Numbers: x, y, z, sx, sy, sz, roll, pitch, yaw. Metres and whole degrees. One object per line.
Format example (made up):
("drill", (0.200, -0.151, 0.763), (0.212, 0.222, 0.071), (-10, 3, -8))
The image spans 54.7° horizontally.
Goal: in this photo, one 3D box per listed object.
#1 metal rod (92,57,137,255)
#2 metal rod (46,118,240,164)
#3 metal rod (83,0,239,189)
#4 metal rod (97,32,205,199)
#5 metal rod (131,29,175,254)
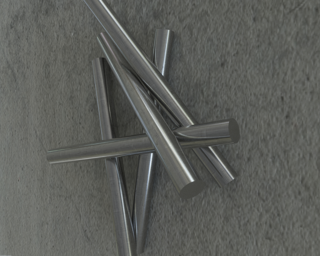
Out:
("metal rod", (-0.066, 0.038, 0.437), (0.025, 0.025, 0.299), (-24, 69, 37))
("metal rod", (-0.046, 0.023, 0.390), (0.300, 0.025, 0.025), (-10, 84, 37))
("metal rod", (-0.008, -0.058, 0.378), (0.025, 0.025, 0.299), (-44, 73, 31))
("metal rod", (-0.028, -0.041, 0.373), (0.025, 0.025, 0.300), (-56, 42, 25))
("metal rod", (-0.014, 0.022, 0.414), (0.025, 0.025, 0.298), (13, 98, 39))
